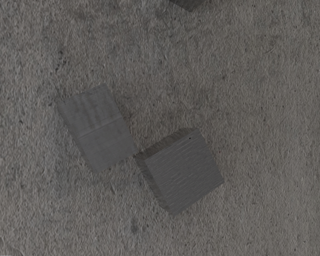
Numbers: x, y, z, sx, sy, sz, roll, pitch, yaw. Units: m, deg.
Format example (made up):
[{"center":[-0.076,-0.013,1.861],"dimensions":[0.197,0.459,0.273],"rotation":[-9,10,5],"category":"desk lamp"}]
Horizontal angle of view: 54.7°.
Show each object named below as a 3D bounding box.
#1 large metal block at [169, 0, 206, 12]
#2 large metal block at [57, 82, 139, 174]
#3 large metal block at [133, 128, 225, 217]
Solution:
[{"center":[0.048,-0.209,0.397],"dimensions":[0.050,0.080,0.080],"rotation":[22,83,-19],"category":"large metal block"},{"center":[-0.074,0.000,0.352],"dimensions":[0.050,0.080,0.080],"rotation":[-28,99,-18],"category":"large metal block"},{"center":[0.024,0.054,0.405],"dimensions":[0.080,0.050,0.080],"rotation":[-30,100,-18],"category":"large metal block"}]
